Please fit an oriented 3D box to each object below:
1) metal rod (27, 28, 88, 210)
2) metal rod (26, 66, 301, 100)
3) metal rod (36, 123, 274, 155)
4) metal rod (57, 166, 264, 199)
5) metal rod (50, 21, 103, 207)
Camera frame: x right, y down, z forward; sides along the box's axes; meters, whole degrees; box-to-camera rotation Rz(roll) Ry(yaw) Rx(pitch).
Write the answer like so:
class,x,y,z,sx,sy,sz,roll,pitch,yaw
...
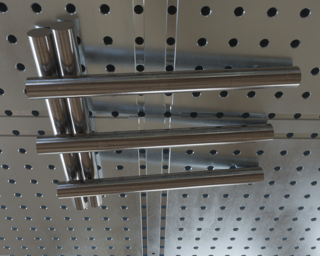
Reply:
class,x,y,z,sx,sy,sz,roll,pitch,yaw
metal rod,-0.129,0.013,0.420,0.025,0.025,0.298,1,130,-1
metal rod,0.009,-0.052,0.349,0.302,0.025,0.025,-3,130,-6
metal rod,-0.001,0.014,0.403,0.302,0.025,0.025,-3,131,-6
metal rod,0.005,0.080,0.461,0.302,0.025,0.025,-3,131,-6
metal rod,-0.104,0.008,0.416,0.025,0.025,0.298,1,130,-1
